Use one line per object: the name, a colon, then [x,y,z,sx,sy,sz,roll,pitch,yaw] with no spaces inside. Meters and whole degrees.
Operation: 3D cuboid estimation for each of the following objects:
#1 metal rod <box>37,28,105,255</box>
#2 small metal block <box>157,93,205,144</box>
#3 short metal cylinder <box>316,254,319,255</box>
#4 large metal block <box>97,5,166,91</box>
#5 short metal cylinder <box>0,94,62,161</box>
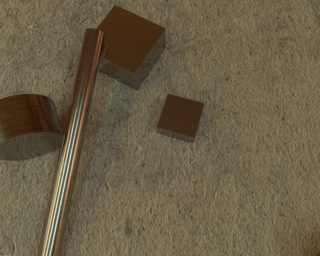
metal rod: [-0.106,0.025,0.369,0.025,0.025,0.299,9,81,3]
small metal block: [0.027,-0.013,0.413,0.050,0.025,0.050,16,71,5]
short metal cylinder: [0.208,0.155,0.325,0.081,0.080,0.050,-18,71,-7]
large metal block: [-0.047,-0.112,0.435,0.080,0.050,0.080,28,72,9]
short metal cylinder: [-0.163,0.001,0.377,0.081,0.080,0.050,-19,71,-7]
